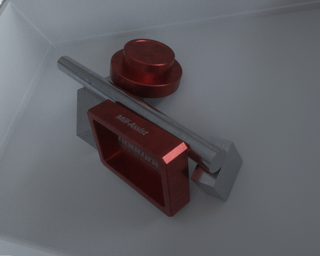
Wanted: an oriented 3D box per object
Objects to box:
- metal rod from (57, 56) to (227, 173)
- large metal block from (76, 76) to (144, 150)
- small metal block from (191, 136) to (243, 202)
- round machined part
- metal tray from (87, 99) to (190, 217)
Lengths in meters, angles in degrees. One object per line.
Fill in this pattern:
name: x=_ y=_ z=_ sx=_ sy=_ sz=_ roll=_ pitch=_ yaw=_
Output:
metal rod: x=-0.045 y=-0.033 z=0.381 sx=0.300 sy=0.025 sz=0.025 roll=33 pitch=80 yaw=38
large metal block: x=-0.068 y=-0.025 z=0.437 sx=0.080 sy=0.050 sz=0.080 roll=-20 pitch=54 yaw=16
small metal block: x=0.062 y=0.044 z=0.328 sx=0.025 sy=0.050 sz=0.050 roll=15 pitch=70 yaw=34
round machined part: x=-0.017 y=-0.087 z=0.420 sx=0.099 sy=0.042 sz=0.098 roll=8 pitch=42 yaw=-7
metal tray: x=-0.026 y=0.031 z=0.351 sx=0.030 sy=0.089 sz=0.130 roll=-34 pitch=46 yaw=-30
